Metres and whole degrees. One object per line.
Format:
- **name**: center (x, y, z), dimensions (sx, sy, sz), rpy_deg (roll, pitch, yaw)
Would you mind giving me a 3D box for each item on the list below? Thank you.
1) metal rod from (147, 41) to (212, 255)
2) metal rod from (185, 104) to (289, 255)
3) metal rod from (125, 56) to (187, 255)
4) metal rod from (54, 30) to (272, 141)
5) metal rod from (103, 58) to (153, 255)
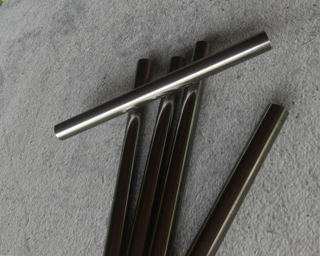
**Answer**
- **metal rod**: center (0.029, 0.016, 0.379), dimensions (0.025, 0.025, 0.300), rpy_deg (0, 61, 28)
- **metal rod**: center (0.054, 0.103, 0.312), dimensions (0.025, 0.025, 0.300), rpy_deg (22, 73, 36)
- **metal rod**: center (-0.003, 0.036, 0.383), dimensions (0.025, 0.025, 0.300), rpy_deg (-2, 61, 27)
- **metal rod**: center (-0.008, -0.049, 0.404), dimensions (0.301, 0.025, 0.025), rpy_deg (-22, 54, 14)
- **metal rod**: center (-0.038, 0.032, 0.404), dimensions (0.025, 0.025, 0.299), rpy_deg (-8, 58, 24)
